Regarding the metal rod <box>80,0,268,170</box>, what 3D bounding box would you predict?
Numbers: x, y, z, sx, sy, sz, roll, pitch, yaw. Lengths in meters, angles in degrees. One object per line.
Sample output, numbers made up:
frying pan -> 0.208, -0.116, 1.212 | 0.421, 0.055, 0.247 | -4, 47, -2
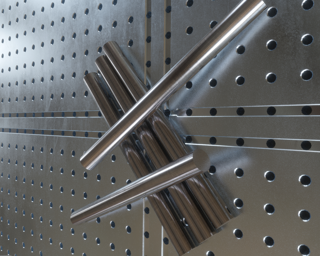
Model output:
metal rod -> 0.001, -0.043, 0.380 | 0.299, 0.025, 0.025 | -42, 65, 23

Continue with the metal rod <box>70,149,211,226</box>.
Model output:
metal rod -> -0.048, 0.092, 0.420 | 0.299, 0.025, 0.025 | -33, 70, 43

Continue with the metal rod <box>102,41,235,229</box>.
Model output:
metal rod -> -0.001, -0.008, 0.408 | 0.025, 0.025, 0.299 | -47, 62, 29

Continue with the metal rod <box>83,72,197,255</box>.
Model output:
metal rod -> -0.038, 0.035, 0.439 | 0.025, 0.025, 0.299 | -46, 63, 30

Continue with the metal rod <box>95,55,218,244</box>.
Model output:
metal rod -> -0.016, 0.012, 0.421 | 0.025, 0.025, 0.299 | -46, 63, 30
